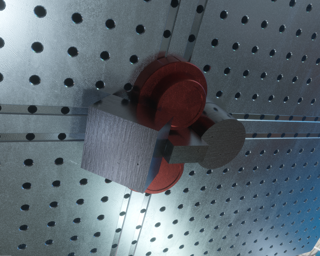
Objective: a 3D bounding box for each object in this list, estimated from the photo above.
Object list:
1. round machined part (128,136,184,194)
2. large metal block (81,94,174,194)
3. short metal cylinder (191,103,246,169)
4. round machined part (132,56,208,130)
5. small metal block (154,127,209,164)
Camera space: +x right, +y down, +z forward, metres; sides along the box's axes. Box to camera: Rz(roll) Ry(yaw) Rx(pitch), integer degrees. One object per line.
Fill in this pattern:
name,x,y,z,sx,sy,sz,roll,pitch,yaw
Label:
round machined part,-0.006,0.052,0.429,0.099,0.042,0.097,-14,124,-21
large metal block,-0.038,0.016,0.357,0.050,0.080,0.079,-46,153,-61
short metal cylinder,0.073,0.011,0.440,0.081,0.050,0.079,-14,124,-21
round machined part,0.018,-0.036,0.388,0.099,0.042,0.097,-14,124,-21
small metal block,0.025,0.020,0.392,0.050,0.050,0.025,1,118,-29
